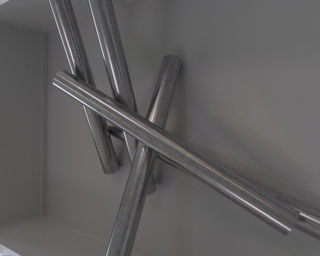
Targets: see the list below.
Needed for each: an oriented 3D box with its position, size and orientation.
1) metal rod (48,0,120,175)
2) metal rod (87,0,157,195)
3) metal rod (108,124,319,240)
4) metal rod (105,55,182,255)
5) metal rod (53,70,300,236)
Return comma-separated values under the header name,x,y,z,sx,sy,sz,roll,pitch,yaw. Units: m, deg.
name,x,y,z,sx,sy,sz,roll,pitch,yaw
metal rod,-0.102,-0.069,0.408,0.025,0.025,0.298,10,123,39
metal rod,-0.046,-0.052,0.364,0.025,0.025,0.298,7,118,40
metal rod,0.042,0.046,0.372,0.300,0.025,0.025,23,104,37
metal rod,-0.021,0.050,0.346,0.025,0.025,0.299,-2,64,40
metal rod,-0.002,0.013,0.329,0.300,0.025,0.025,31,110,21
